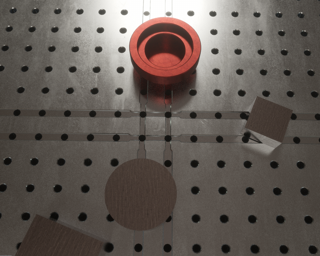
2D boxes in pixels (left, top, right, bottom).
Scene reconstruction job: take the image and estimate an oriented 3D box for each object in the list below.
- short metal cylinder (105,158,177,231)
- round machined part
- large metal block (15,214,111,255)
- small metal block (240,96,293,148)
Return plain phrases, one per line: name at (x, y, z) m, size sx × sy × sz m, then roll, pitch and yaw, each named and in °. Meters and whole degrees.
short metal cylinder at (-0.022, 0.081, 0.369) m, size 0.081 × 0.050 × 0.080 m, roll 0°, pitch 70°, yaw 0°
round machined part at (0.007, -0.105, 0.441) m, size 0.099 × 0.042 × 0.098 m, roll 0°, pitch 70°, yaw -1°
large metal block at (-0.112, 0.150, 0.342) m, size 0.080 × 0.050 × 0.080 m, roll 20°, pitch 71°, yaw 7°
small metal block at (0.143, -0.008, 0.416) m, size 0.050 × 0.025 × 0.050 m, roll 24°, pitch 72°, yaw 8°
